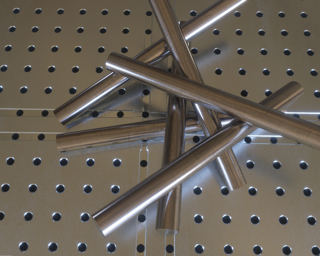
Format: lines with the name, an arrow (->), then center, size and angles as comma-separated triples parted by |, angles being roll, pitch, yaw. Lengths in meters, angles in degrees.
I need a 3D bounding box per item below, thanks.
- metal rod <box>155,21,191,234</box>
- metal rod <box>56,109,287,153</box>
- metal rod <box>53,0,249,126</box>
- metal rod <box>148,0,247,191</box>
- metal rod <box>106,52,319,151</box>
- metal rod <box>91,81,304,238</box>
metal rod -> 0.022, -0.023, 0.394 | 0.025, 0.025, 0.300 | 5, 60, 2
metal rod -> 0.018, -0.003, 0.412 | 0.302, 0.025, 0.025 | -9, 70, -3
metal rod -> -0.011, -0.098, 0.421 | 0.301, 0.025, 0.025 | -34, 73, -2
metal rod -> 0.039, -0.065, 0.392 | 0.025, 0.025, 0.299 | -22, 87, -8
metal rod -> 0.071, -0.030, 0.356 | 0.301, 0.025, 0.025 | 23, 72, 16
metal rod -> 0.061, 0.020, 0.348 | 0.302, 0.025, 0.025 | -31, 73, -24
